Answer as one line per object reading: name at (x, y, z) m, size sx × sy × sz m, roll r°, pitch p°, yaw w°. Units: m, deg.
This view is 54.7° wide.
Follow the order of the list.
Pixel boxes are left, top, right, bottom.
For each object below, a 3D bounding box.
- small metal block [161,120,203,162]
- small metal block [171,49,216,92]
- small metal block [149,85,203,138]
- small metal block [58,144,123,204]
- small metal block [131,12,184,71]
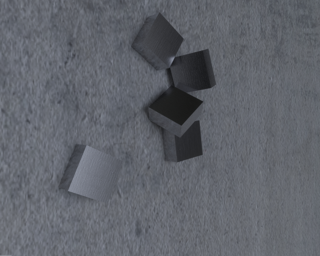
small metal block at (0.031, 0.017, 0.433) m, size 0.050 × 0.025 × 0.050 m, roll -11°, pitch 97°, yaw -40°
small metal block at (0.044, -0.077, 0.424) m, size 0.025 × 0.050 × 0.050 m, roll -36°, pitch 115°, yaw -59°
small metal block at (0.021, -0.023, 0.405) m, size 0.050 × 0.050 × 0.025 m, roll -47°, pitch 156°, yaw -30°
small metal block at (-0.076, 0.051, 0.343) m, size 0.050 × 0.025 × 0.050 m, roll 30°, pitch 71°, yaw -36°
small metal block at (-0.002, -0.112, 0.405) m, size 0.050 × 0.025 × 0.050 m, roll 38°, pitch 66°, yaw -34°
